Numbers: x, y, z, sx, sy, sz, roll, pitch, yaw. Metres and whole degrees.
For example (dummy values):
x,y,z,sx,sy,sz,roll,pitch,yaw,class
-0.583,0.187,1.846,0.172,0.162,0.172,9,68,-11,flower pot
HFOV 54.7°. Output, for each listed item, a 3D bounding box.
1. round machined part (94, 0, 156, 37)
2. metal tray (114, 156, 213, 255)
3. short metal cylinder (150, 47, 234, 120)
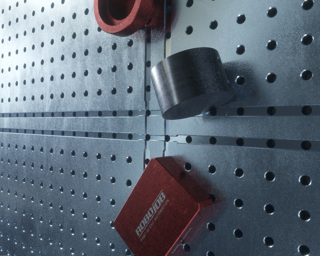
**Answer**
x,y,z,sx,sy,sz,roll,pitch,yaw,class
-0.045,-0.177,0.433,0.098,0.042,0.097,0,90,39,round machined part
-0.001,0.113,0.405,0.090,0.030,0.129,44,116,31,metal tray
0.034,-0.046,0.344,0.080,0.081,0.050,-26,74,37,short metal cylinder
